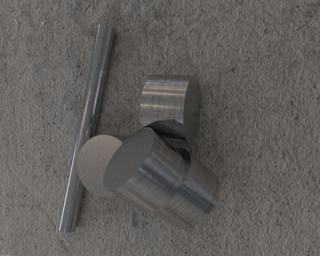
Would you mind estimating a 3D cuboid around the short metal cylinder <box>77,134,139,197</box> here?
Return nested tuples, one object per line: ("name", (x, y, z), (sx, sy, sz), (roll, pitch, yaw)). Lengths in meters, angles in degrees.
("short metal cylinder", (-0.063, 0.048, 0.418), (0.080, 0.050, 0.080), (0, 90, 20))

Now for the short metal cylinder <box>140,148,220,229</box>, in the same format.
("short metal cylinder", (0.022, 0.070, 0.365), (0.080, 0.080, 0.050), (-43, 115, 15))

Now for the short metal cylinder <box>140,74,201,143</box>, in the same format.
("short metal cylinder", (0.015, -0.024, 0.374), (0.050, 0.080, 0.079), (6, 92, 20))

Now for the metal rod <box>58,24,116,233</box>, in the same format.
("metal rod", (-0.106, 0.003, 0.446), (0.025, 0.025, 0.298), (14, 94, 19))

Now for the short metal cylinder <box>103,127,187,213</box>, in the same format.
("short metal cylinder", (-0.017, 0.046, 0.344), (0.080, 0.080, 0.050), (-43, 115, 15))
